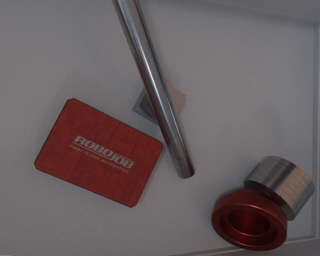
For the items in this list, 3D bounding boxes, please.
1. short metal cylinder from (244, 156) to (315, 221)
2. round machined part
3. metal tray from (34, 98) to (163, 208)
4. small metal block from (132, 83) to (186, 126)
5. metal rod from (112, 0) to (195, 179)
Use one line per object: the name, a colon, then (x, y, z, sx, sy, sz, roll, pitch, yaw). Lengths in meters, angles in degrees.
short metal cylinder: (0.170, 0.086, 0.445, 0.050, 0.080, 0.080, -44, 104, -18)
round machined part: (0.124, 0.123, 0.430, 0.098, 0.098, 0.042, 47, 41, -15)
metal tray: (-0.072, 0.032, 0.382, 0.131, 0.030, 0.090, 28, 81, -18)
small metal block: (-0.001, -0.033, 0.411, 0.050, 0.025, 0.050, 30, 80, -18)
metal rod: (-0.008, -0.057, 0.349, 0.025, 0.025, 0.299, -32, 123, -17)
